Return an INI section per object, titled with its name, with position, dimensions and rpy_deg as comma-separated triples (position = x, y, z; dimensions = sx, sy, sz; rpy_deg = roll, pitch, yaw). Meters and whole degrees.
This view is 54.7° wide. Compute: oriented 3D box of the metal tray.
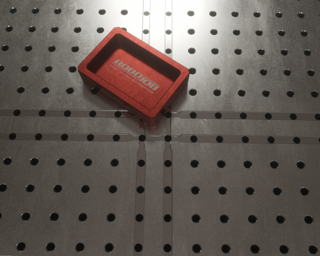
[metal tray]
position = -0.036, -0.074, 0.435
dimensions = 0.130, 0.030, 0.090
rpy_deg = 34, 73, 11
